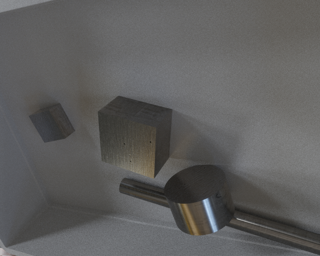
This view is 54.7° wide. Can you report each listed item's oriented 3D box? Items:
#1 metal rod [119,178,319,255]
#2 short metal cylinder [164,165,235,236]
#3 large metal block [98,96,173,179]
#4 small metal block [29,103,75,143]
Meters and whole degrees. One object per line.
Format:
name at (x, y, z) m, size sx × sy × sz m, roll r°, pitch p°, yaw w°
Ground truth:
metal rod at (0.079, 0.121, 0.441) m, size 0.301 × 0.025 × 0.025 m, roll 12°, pitch 124°, yaw 21°
short metal cylinder at (0.051, 0.091, 0.402) m, size 0.080 × 0.080 × 0.050 m, roll -6°, pitch 115°, yaw 30°
large metal block at (-0.032, 0.011, 0.415) m, size 0.080 × 0.050 × 0.079 m, roll 15°, pitch 125°, yaw 19°
small metal block at (-0.171, -0.007, 0.492) m, size 0.050 × 0.025 × 0.050 m, roll -11°, pitch 113°, yaw 32°
